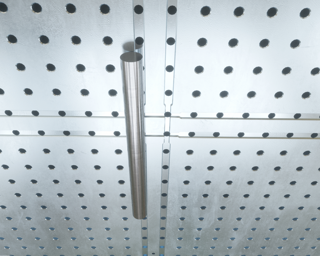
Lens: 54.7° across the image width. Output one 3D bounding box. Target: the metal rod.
[{"bbox_3d":[-0.033,0.034,0.440,0.025,0.025,0.298,0,130,-1],"label":"metal rod"}]
